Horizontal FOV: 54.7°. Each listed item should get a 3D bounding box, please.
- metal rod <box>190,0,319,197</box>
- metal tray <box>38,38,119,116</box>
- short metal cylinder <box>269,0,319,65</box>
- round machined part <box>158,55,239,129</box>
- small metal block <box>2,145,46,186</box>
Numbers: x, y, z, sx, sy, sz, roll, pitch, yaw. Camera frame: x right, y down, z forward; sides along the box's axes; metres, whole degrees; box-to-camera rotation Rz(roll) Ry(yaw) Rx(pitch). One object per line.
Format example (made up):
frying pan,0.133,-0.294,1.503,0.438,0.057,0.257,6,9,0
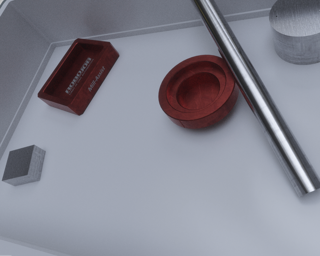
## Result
metal rod,0.091,-0.068,0.349,0.025,0.025,0.299,-27,68,11
metal tray,-0.139,-0.091,0.528,0.090,0.030,0.130,17,70,34
short metal cylinder,0.177,-0.123,0.372,0.080,0.050,0.080,-13,56,20
round machined part,0.051,-0.041,0.392,0.098,0.042,0.098,-13,56,20
small metal block,-0.209,0.058,0.477,0.050,0.025,0.050,-14,56,20
